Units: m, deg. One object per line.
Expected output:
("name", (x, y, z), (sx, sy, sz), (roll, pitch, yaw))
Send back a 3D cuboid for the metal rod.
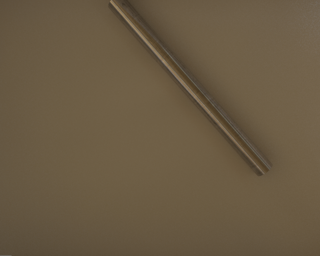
("metal rod", (0.040, -0.056, 0.411), (0.025, 0.025, 0.300), (-42, 91, 0))
